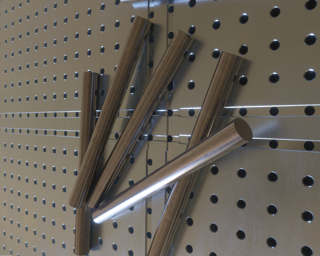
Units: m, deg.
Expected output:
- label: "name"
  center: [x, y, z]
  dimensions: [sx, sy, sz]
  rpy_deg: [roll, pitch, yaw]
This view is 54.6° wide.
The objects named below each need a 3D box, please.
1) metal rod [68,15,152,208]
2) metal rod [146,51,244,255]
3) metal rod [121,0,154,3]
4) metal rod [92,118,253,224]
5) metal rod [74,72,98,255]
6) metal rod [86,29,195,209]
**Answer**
- label: "metal rod"
  center: [-0.077, -0.016, 0.459]
  dimensions: [0.025, 0.025, 0.298]
  rpy_deg: [31, 104, 36]
- label: "metal rod"
  center: [0.034, 0.055, 0.381]
  dimensions: [0.025, 0.025, 0.298]
  rpy_deg: [30, 109, 36]
- label: "metal rod"
  center: [0.063, -0.171, 0.358]
  dimensions: [0.300, 0.025, 0.025]
  rpy_deg: [12, 98, 39]
- label: "metal rod"
  center: [-0.009, 0.070, 0.391]
  dimensions: [0.299, 0.025, 0.025]
  rpy_deg: [-38, 66, 42]
- label: "metal rod"
  center: [-0.122, 0.059, 0.511]
  dimensions: [0.025, 0.025, 0.298]
  rpy_deg: [6, 94, 40]
- label: "metal rod"
  center: [-0.038, 0.002, 0.441]
  dimensions: [0.025, 0.025, 0.298]
  rpy_deg: [45, 117, 30]
